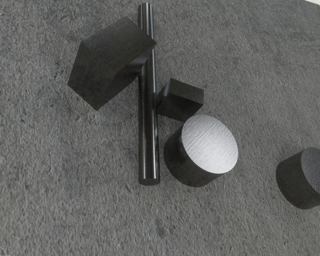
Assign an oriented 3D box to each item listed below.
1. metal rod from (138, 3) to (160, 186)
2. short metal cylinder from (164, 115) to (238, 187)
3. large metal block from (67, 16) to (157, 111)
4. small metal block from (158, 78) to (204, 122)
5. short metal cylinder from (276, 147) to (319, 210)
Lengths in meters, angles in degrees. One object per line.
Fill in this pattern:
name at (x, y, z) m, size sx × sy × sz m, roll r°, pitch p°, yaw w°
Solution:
metal rod at (-0.018, -0.067, 0.434) m, size 0.025 × 0.025 × 0.299 m, roll 11°, pitch 57°, yaw -22°
short metal cylinder at (0.052, 0.030, 0.397) m, size 0.081 × 0.050 × 0.080 m, roll 14°, pitch 56°, yaw -21°
large metal block at (-0.060, -0.079, 0.384) m, size 0.050 × 0.080 × 0.080 m, roll 42°, pitch 51°, yaw 0°
small metal block at (0.025, -0.036, 0.423) m, size 0.050 × 0.050 × 0.025 m, roll 17°, pitch 55°, yaw -19°
short metal cylinder at (0.222, 0.075, 0.461) m, size 0.081 × 0.050 × 0.080 m, roll 14°, pitch 56°, yaw -21°
